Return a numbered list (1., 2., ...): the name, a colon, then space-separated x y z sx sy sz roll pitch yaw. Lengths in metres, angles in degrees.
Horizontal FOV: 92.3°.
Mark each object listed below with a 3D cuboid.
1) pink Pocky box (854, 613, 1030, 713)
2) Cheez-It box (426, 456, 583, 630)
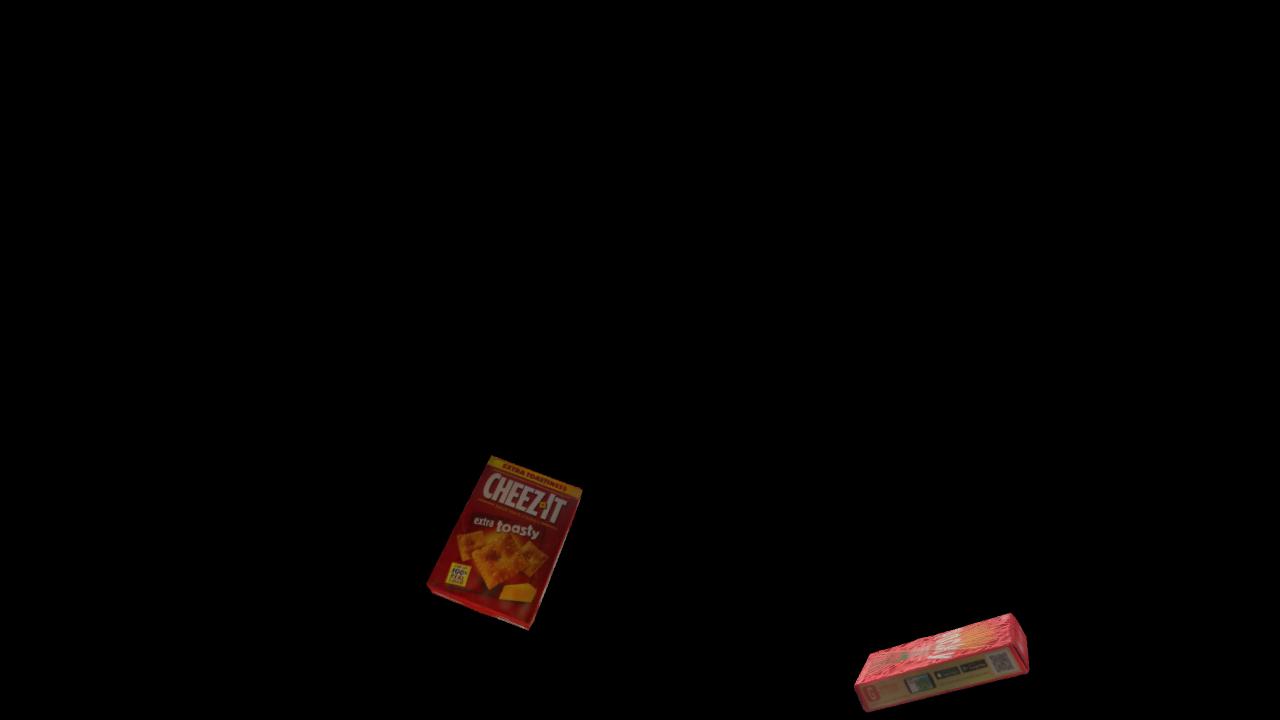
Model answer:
1. pink Pocky box: 0.290 0.292 0.595 0.155 0.029 0.084 -32 -17 26
2. Cheez-It box: -0.206 0.284 0.971 0.166 0.223 0.071 21 -32 1
